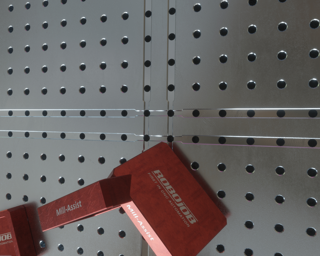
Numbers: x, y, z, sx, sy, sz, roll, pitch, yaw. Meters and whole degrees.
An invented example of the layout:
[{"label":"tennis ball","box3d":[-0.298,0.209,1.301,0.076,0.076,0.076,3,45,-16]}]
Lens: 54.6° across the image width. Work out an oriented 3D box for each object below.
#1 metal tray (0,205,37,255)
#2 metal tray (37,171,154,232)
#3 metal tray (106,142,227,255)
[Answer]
[{"label":"metal tray","box3d":[-0.272,0.186,0.506,0.130,0.030,0.090,-19,84,19]},{"label":"metal tray","box3d":[-0.077,0.091,0.388,0.130,0.091,0.030,-27,75,33]},{"label":"metal tray","box3d":[0.009,0.089,0.374,0.130,0.091,0.030,51,139,13]}]
